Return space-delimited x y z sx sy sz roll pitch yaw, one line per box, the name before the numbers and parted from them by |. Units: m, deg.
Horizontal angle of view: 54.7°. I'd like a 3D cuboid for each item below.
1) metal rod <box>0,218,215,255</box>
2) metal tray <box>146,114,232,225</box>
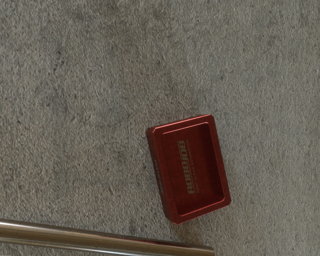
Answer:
metal rod | -0.067 0.143 0.385 0.302 0.025 0.025 15 85 -20
metal tray | 0.040 0.053 0.422 0.091 0.030 0.129 -14 95 -20
